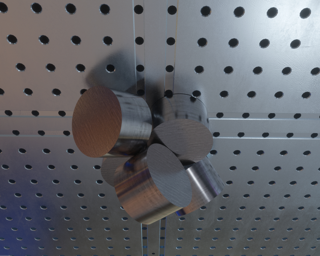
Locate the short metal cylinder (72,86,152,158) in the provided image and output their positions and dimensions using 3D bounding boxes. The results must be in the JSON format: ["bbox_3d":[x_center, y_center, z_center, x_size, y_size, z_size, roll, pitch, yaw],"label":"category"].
[{"bbox_3d":[-0.056,-0.005,0.361,0.080,0.080,0.050,-38,155,27],"label":"short metal cylinder"}]

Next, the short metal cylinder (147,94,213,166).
[{"bbox_3d":[0.025,0.003,0.398,0.081,0.050,0.079,0,130,0],"label":"short metal cylinder"}]

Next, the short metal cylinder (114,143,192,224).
[{"bbox_3d":[-0.007,0.065,0.363,0.050,0.080,0.080,-34,123,25],"label":"short metal cylinder"}]

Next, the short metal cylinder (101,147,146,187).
[{"bbox_3d":[-0.038,0.043,0.431,0.081,0.050,0.079,0,130,0],"label":"short metal cylinder"}]

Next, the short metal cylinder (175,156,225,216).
[{"bbox_3d":[0.043,0.078,0.434,0.080,0.080,0.050,-33,88,24],"label":"short metal cylinder"}]
